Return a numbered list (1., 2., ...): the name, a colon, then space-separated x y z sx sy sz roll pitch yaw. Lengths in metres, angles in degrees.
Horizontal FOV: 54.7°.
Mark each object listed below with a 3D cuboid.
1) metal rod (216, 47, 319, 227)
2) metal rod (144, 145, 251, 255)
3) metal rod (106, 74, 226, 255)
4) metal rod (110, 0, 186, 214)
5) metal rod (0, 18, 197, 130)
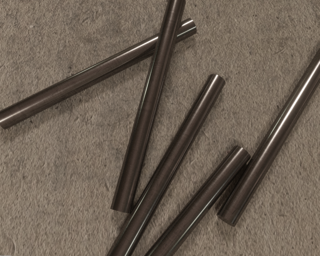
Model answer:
1. metal rod: 0.164 -0.005 0.411 0.025 0.025 0.300 34 73 11
2. metal rod: 0.007 0.137 0.358 0.025 0.025 0.301 40 74 13
3. metal rod: 0.007 0.056 0.387 0.025 0.025 0.300 28 72 9
4. metal rod: -0.011 -0.041 0.407 0.025 0.025 0.299 13 76 4
5. metal rod: -0.081 -0.081 0.436 0.302 0.025 0.025 -29 73 -11
